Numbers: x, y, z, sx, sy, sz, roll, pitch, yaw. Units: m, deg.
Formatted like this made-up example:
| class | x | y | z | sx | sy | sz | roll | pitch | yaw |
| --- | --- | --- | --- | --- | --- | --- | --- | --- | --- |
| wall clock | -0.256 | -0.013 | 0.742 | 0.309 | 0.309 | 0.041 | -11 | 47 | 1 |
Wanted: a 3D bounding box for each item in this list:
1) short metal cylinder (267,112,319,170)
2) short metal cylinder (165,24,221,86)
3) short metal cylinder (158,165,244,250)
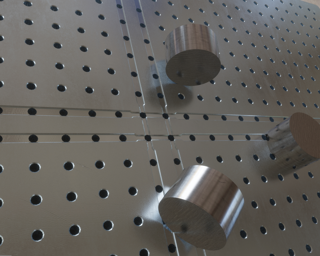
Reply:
| class | x | y | z | sx | sy | sz | roll | pitch | yaw |
| --- | --- | --- | --- | --- | --- | --- | --- | --- | --- |
| short metal cylinder | 0.221 | 0.022 | 0.498 | 0.081 | 0.050 | 0.080 | 14 | 56 | -21 |
| short metal cylinder | 0.048 | -0.107 | 0.464 | 0.081 | 0.080 | 0.050 | 12 | 57 | -22 |
| short metal cylinder | 0.045 | 0.088 | 0.343 | 0.080 | 0.080 | 0.050 | 42 | 51 | 0 |
